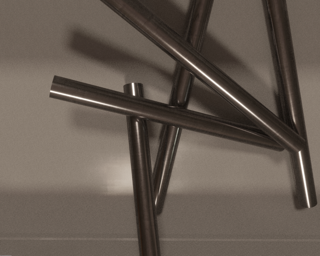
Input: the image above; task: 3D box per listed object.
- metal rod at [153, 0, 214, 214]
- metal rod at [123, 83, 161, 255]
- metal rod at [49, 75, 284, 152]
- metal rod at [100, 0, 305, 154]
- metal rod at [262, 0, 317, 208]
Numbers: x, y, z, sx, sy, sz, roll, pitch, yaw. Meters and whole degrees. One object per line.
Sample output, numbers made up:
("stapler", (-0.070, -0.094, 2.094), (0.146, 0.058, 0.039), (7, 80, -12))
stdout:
("metal rod", (0.021, -0.018, 0.405), (0.025, 0.025, 0.298), (11, 110, -5))
("metal rod", (-0.018, 0.093, 0.376), (0.025, 0.025, 0.298), (-6, 83, 2))
("metal rod", (0.024, -0.013, 0.379), (0.302, 0.025, 0.025), (13, 110, -17))
("metal rod", (0.058, -0.063, 0.361), (0.301, 0.025, 0.025), (36, 106, -14))
("metal rod", (0.173, -0.024, 0.404), (0.025, 0.025, 0.298), (-16, 110, 5))
